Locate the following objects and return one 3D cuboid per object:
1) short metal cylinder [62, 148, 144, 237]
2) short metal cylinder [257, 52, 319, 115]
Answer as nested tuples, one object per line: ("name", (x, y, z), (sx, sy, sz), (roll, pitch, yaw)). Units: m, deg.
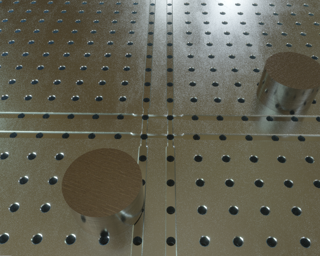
("short metal cylinder", (-0.058, 0.069, 0.333), (0.081, 0.050, 0.080), (0, 50, 0))
("short metal cylinder", (0.187, -0.065, 0.447), (0.081, 0.050, 0.080), (0, 50, 0))
